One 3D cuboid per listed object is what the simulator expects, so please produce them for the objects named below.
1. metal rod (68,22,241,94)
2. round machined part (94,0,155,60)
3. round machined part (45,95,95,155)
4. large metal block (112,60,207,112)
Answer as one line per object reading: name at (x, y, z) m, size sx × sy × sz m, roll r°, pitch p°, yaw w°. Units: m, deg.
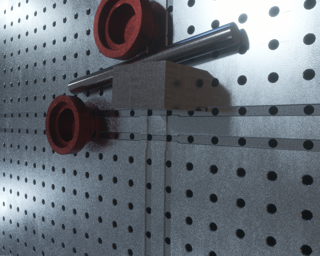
metal rod at (-0.032, -0.087, 0.435) m, size 0.300 × 0.025 × 0.025 m, roll -9°, pitch 85°, yaw 39°
round machined part at (-0.046, -0.144, 0.436) m, size 0.098 × 0.042 × 0.097 m, roll 0°, pitch 90°, yaw 40°
round machined part at (-0.147, -0.005, 0.520) m, size 0.098 × 0.042 × 0.097 m, roll 0°, pitch 90°, yaw 40°
large metal block at (0.000, -0.047, 0.373) m, size 0.080 × 0.081 × 0.050 m, roll 4°, pitch 93°, yaw 40°
